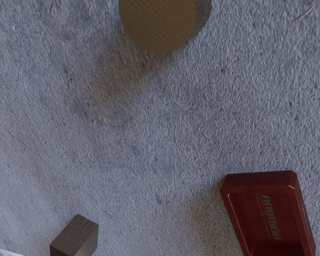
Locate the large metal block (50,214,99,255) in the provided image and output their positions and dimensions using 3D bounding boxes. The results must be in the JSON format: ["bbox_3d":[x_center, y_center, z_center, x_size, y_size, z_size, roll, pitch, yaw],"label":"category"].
[{"bbox_3d":[-0.164,0.230,0.600,0.050,0.080,0.079,22,127,15],"label":"large metal block"}]

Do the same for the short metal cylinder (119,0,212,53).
[{"bbox_3d":[0.006,-0.122,0.312,0.080,0.050,0.079,13,124,21],"label":"short metal cylinder"}]

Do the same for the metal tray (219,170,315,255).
[{"bbox_3d":[0.141,0.118,0.402,0.090,0.030,0.129,-9,114,32],"label":"metal tray"}]
